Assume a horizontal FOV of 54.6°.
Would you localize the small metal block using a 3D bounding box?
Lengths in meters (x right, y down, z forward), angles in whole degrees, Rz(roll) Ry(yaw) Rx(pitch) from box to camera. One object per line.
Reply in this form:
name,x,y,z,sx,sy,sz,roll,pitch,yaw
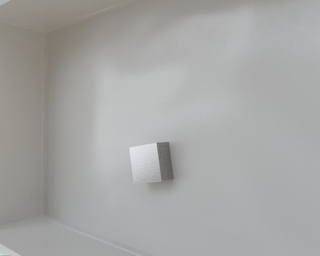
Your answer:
small metal block,-0.012,0.047,0.418,0.050,0.025,0.050,-13,82,39
